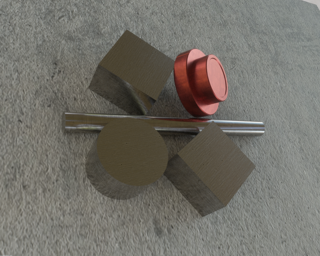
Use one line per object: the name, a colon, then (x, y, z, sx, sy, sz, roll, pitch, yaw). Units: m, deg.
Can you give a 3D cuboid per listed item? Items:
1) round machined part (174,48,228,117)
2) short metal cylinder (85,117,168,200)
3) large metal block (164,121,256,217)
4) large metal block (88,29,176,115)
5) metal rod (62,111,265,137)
round machined part: (0.064, -0.066, 0.441, 0.098, 0.042, 0.098, 25, 59, -50)
short metal cylinder: (-0.038, 0.035, 0.348, 0.081, 0.050, 0.080, 14, 56, -21)
large metal block: (0.061, 0.051, 0.393, 0.080, 0.050, 0.080, 48, 51, 5)
large metal block: (-0.035, -0.071, 0.412, 0.080, 0.050, 0.080, 32, 51, -8)
metal rod: (0.024, -0.003, 0.423, 0.303, 0.025, 0.025, 2, 61, -28)
